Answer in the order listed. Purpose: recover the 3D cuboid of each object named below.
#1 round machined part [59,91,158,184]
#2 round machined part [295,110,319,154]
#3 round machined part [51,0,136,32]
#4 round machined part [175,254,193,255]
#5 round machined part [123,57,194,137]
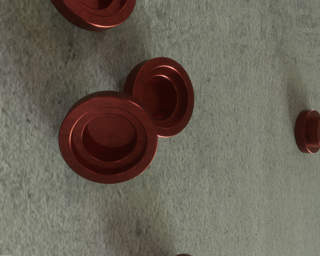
[{"bbox_3d":[-0.053,0.007,0.330,0.099,0.042,0.097,-3,113,-6],"label":"round machined part"},{"bbox_3d":[0.342,0.008,0.685,0.099,0.042,0.097,0,90,-40],"label":"round machined part"},{"bbox_3d":[-0.077,-0.152,0.330,0.099,0.042,0.097,0,90,-40],"label":"round machined part"},{"bbox_3d":[0.022,0.218,0.415,0.099,0.042,0.097,0,90,-40],"label":"round machined part"},{"bbox_3d":[-0.006,-0.037,0.391,0.099,0.042,0.097,0,90,-40],"label":"round machined part"}]
